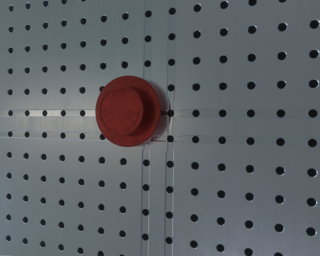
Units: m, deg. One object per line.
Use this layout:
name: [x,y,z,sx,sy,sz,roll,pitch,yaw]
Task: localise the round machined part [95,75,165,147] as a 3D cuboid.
round machined part: [-0.046,-0.023,0.420,0.098,0.042,0.097,0,90,20]
